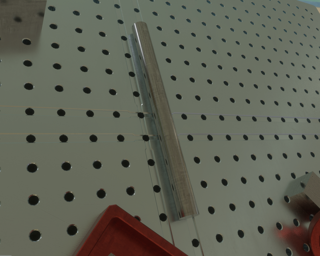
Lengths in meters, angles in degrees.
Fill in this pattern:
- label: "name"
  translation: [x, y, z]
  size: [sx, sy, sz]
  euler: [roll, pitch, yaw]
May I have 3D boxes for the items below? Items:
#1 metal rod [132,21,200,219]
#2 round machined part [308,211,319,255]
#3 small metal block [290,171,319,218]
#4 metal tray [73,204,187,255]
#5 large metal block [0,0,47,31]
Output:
- label: "metal rod"
  translation: [0.001, -0.027, 0.426]
  size: [0.025, 0.025, 0.299]
  euler: [0, 62, -29]
- label: "round machined part"
  translation: [0.256, 0.149, 0.424]
  size: [0.098, 0.098, 0.042]
  euler: [50, 15, 7]
- label: "small metal block"
  translation: [0.236, 0.104, 0.475]
  size: [0.050, 0.025, 0.050]
  euler: [46, 51, 3]
- label: "metal tray"
  translation: [-0.022, 0.149, 0.302]
  size: [0.130, 0.030, 0.090]
  euler: [37, 51, -4]
- label: "large metal block"
  translation: [-0.199, -0.171, 0.389]
  size: [0.081, 0.050, 0.080]
  euler: [-15, 70, -34]
